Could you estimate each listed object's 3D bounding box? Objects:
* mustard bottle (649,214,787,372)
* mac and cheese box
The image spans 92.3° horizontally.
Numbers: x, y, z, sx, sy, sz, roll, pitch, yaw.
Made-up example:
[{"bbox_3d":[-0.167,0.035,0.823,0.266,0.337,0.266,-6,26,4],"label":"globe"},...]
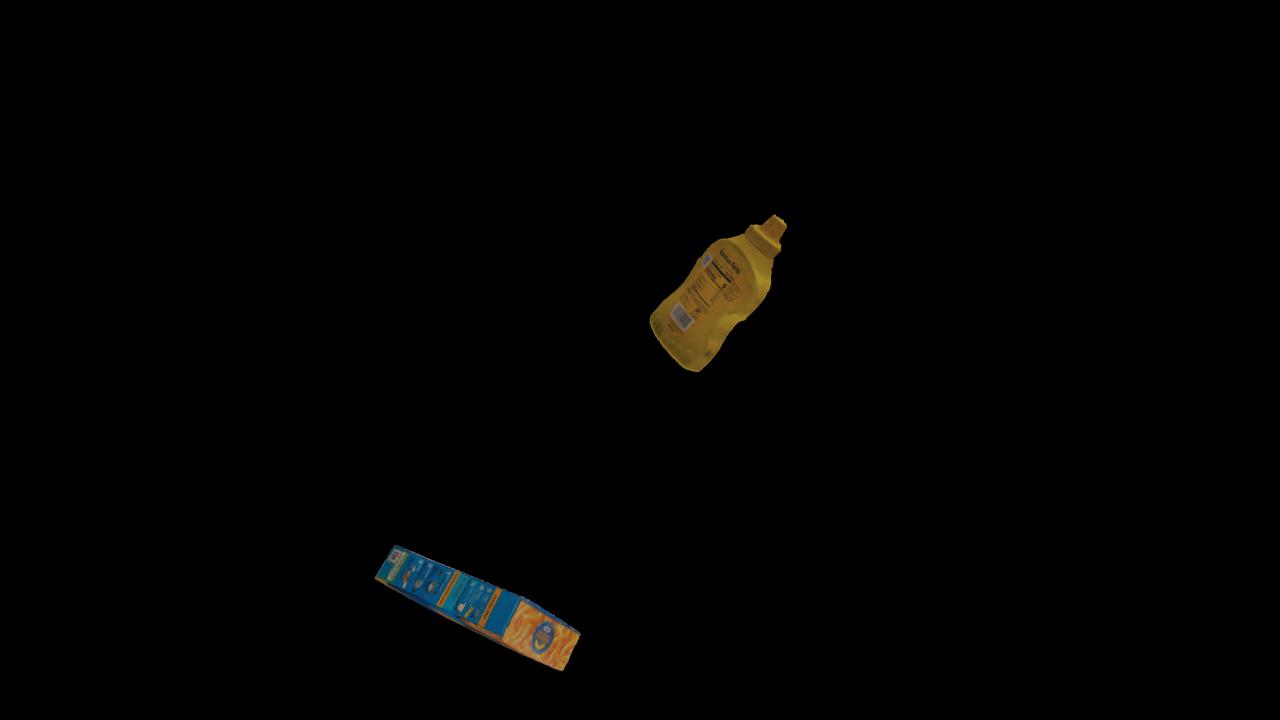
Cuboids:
[{"bbox_3d":[0.091,-0.080,0.666,0.054,0.184,0.092,16,32,-43],"label":"mustard bottle"},{"bbox_3d":[-0.153,0.225,0.567,0.184,0.041,0.093,3,-37,38],"label":"mac and cheese box"}]
